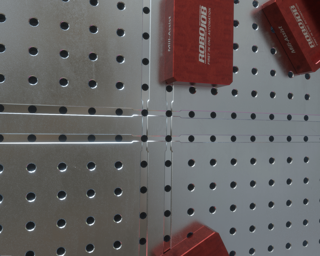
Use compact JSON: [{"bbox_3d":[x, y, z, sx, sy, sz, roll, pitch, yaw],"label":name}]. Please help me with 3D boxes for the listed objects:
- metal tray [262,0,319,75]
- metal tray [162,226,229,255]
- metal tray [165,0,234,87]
[{"bbox_3d":[0.232,-0.163,0.494,0.090,0.030,0.130,-38,102,-16],"label":"metal tray"},{"bbox_3d":[0.064,0.217,0.433,0.091,0.030,0.130,-29,100,-18],"label":"metal tray"},{"bbox_3d":[0.055,-0.125,0.430,0.091,0.030,0.129,1,90,-20],"label":"metal tray"}]
